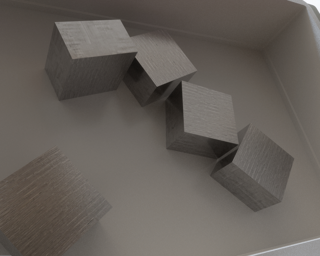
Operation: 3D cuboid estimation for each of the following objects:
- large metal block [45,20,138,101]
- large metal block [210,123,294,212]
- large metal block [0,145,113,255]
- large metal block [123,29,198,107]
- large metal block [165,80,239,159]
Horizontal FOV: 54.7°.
[{"bbox_3d":[-0.086,-0.082,0.375,0.081,0.080,0.050,-17,71,-35],"label":"large metal block"},{"bbox_3d":[0.129,0.054,0.428,0.080,0.050,0.080,39,51,-2],"label":"large metal block"},{"bbox_3d":[-0.106,0.077,0.286,0.080,0.050,0.080,47,51,4],"label":"large metal block"},{"bbox_3d":[-0.009,-0.087,0.439,0.081,0.050,0.080,-28,77,-37],"label":"large metal block"},{"bbox_3d":[0.055,-0.009,0.427,0.081,0.050,0.080,13,56,-21],"label":"large metal block"}]
